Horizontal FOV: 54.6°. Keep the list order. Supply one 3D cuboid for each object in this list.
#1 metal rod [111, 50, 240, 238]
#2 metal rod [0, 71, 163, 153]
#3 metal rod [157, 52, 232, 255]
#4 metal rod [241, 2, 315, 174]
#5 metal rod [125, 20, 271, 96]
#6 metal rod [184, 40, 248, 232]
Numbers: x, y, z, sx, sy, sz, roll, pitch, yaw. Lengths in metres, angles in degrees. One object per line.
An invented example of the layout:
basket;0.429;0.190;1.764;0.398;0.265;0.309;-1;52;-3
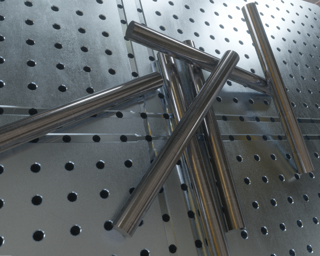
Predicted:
metal rod;0.034;0.000;0.396;0.025;0.025;0.301;37;60;-4
metal rod;-0.111;-0.014;0.356;0.302;0.025;0.025;-27;77;-37
metal rod;0.039;0.017;0.418;0.025;0.025;0.299;1;61;-28
metal rod;0.194;-0.072;0.518;0.025;0.025;0.299;-9;77;-32
metal rod;0.086;-0.098;0.484;0.302;0.025;0.025;14;56;-31
metal rod;0.070;-0.006;0.448;0.025;0.025;0.299;3;60;-27
